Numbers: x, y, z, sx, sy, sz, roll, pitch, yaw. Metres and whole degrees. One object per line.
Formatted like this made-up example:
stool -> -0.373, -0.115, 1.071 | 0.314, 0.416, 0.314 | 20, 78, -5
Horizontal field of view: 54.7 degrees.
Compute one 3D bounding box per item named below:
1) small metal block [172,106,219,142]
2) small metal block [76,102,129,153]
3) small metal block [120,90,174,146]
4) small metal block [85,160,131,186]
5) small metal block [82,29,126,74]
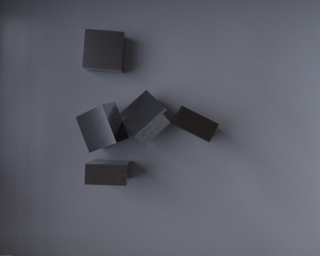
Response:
small metal block -> 0.043, -0.005, 0.400 | 0.050, 0.050, 0.025 | 27, 90, -1
small metal block -> -0.075, -0.001, 0.399 | 0.050, 0.025, 0.050 | -20, 90, 34
small metal block -> -0.018, -0.014, 0.397 | 0.050, 0.025, 0.050 | -42, 46, -1
small metal block -> -0.065, 0.056, 0.398 | 0.050, 0.050, 0.025 | 2, 90, -1
small metal block -> -0.073, -0.101, 0.410 | 0.050, 0.025, 0.050 | 5, 90, -1
